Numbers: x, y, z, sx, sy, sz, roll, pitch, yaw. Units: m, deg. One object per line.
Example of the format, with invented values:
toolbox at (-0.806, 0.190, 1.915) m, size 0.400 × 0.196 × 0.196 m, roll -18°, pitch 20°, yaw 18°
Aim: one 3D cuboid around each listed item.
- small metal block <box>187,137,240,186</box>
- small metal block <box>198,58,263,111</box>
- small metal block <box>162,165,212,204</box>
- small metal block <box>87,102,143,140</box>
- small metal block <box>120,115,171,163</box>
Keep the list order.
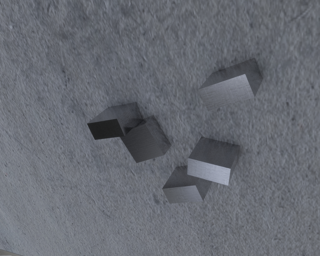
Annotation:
small metal block at (0.066, 0.039, 0.379) m, size 0.050 × 0.050 × 0.025 m, roll 13°, pitch 124°, yaw 21°
small metal block at (0.074, -0.046, 0.323) m, size 0.050 × 0.050 × 0.025 m, roll -16°, pitch 110°, yaw 34°
small metal block at (0.039, 0.074, 0.415) m, size 0.050 × 0.050 × 0.025 m, roll -13°, pitch 112°, yaw 33°
small metal block at (-0.059, -0.010, 0.414) m, size 0.050 × 0.050 × 0.025 m, roll -8°, pitch 115°, yaw 31°
small metal block at (-0.021, 0.016, 0.426) m, size 0.050 × 0.025 × 0.050 m, roll -20°, pitch 108°, yaw 35°
